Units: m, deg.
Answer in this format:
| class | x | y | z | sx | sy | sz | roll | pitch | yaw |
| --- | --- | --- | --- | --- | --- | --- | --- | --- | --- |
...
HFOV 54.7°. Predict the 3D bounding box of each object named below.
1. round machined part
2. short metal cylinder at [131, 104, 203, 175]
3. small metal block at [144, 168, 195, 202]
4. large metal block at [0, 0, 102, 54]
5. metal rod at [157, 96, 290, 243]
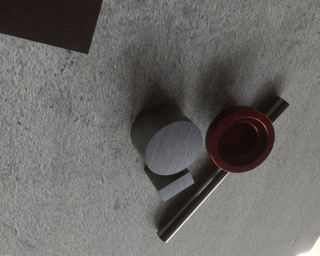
| class | x | y | z | sx | sy | sz | roll | pitch | yaw |
| --- | --- | --- | --- | --- | --- | --- | --- | --- | --- |
| round machined part | 0.114 | 0.014 | 0.457 | 0.099 | 0.042 | 0.097 | -4 | 110 | -10 |
| short metal cylinder | 0.008 | 0.015 | 0.406 | 0.081 | 0.050 | 0.079 | -14 | 125 | -21 |
| small metal block | 0.012 | 0.069 | 0.442 | 0.050 | 0.050 | 0.025 | -30 | 129 | -9 |
| large metal block | -0.101 | -0.105 | 0.252 | 0.081 | 0.080 | 0.050 | 7 | 115 | -32 |
| metal rod | 0.100 | 0.071 | 0.507 | 0.299 | 0.025 | 0.025 | -50 | 129 | 7 |
